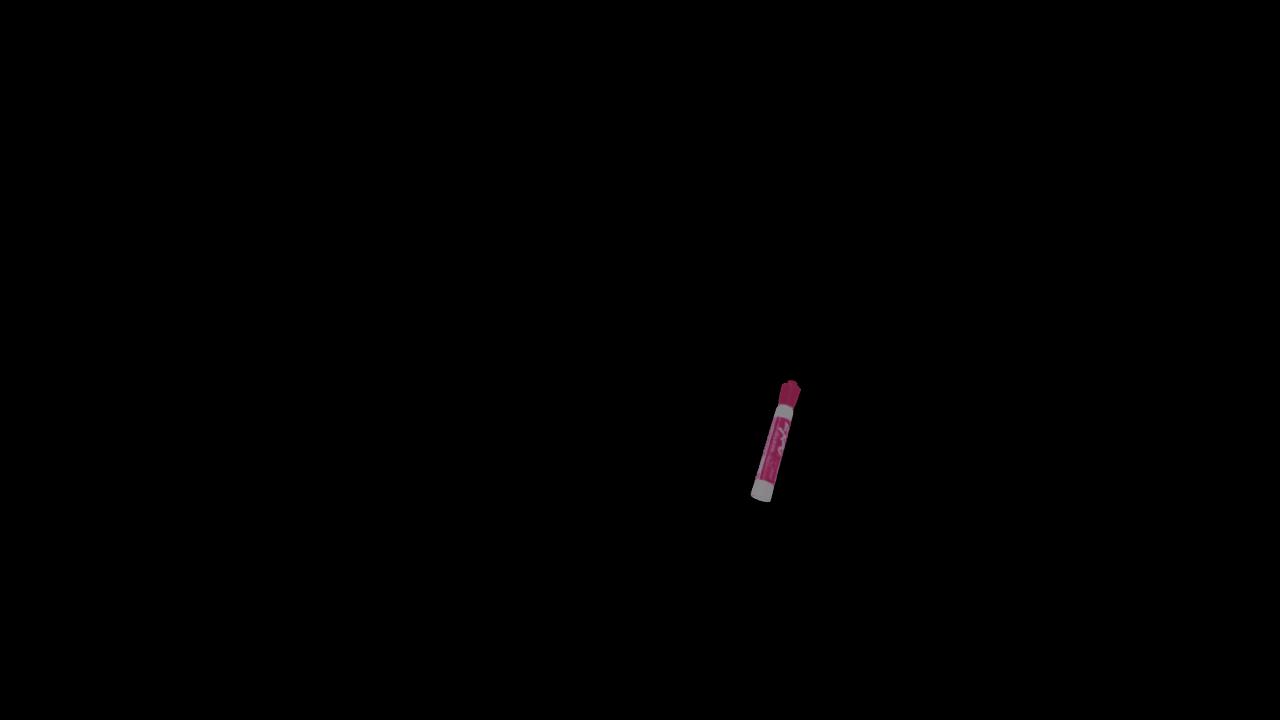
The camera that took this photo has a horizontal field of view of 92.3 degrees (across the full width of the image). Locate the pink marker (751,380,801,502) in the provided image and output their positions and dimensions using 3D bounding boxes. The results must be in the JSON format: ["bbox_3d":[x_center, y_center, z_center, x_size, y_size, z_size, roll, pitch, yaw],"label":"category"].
[{"bbox_3d":[0.130,0.074,0.583,0.020,0.121,0.020,18,-21,7],"label":"pink marker"}]
